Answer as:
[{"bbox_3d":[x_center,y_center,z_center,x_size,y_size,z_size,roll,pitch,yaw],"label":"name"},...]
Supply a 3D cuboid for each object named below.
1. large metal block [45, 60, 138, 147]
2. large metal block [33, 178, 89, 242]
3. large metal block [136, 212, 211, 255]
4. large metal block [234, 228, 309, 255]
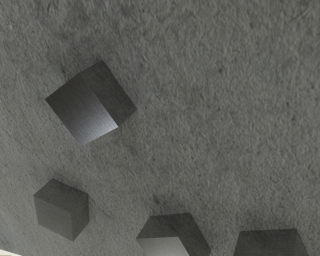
[{"bbox_3d":[-0.092,-0.032,0.418,0.080,0.050,0.080,-25,105,36],"label":"large metal block"},{"bbox_3d":[-0.182,0.152,0.578,0.080,0.050,0.079,19,126,17],"label":"large metal block"},{"bbox_3d":[0.023,0.185,0.492,0.080,0.050,0.080,-17,110,34],"label":"large metal block"},{"bbox_3d":[0.157,0.188,0.424,0.080,0.050,0.080,-16,110,34],"label":"large metal block"}]
